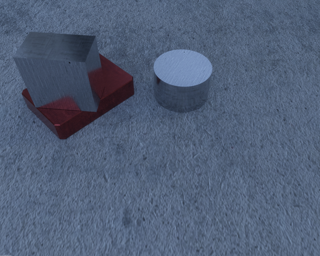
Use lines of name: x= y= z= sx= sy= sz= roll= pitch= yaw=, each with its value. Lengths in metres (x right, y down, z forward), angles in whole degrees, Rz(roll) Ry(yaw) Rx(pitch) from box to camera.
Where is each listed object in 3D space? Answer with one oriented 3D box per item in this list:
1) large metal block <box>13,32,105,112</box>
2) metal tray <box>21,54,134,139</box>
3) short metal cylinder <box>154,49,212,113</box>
large metal block: x=-0.119 y=-0.068 z=0.384 sx=0.080 sy=0.080 sz=0.050 roll=4 pitch=50 yaw=4
metal tray: x=-0.113 y=-0.051 z=0.442 sx=0.131 sy=0.030 sz=0.090 roll=-37 pitch=59 yaw=-27
short metal cylinder: x=0.032 y=-0.068 z=0.445 sx=0.081 sy=0.050 sz=0.080 roll=0 pitch=50 yaw=0
